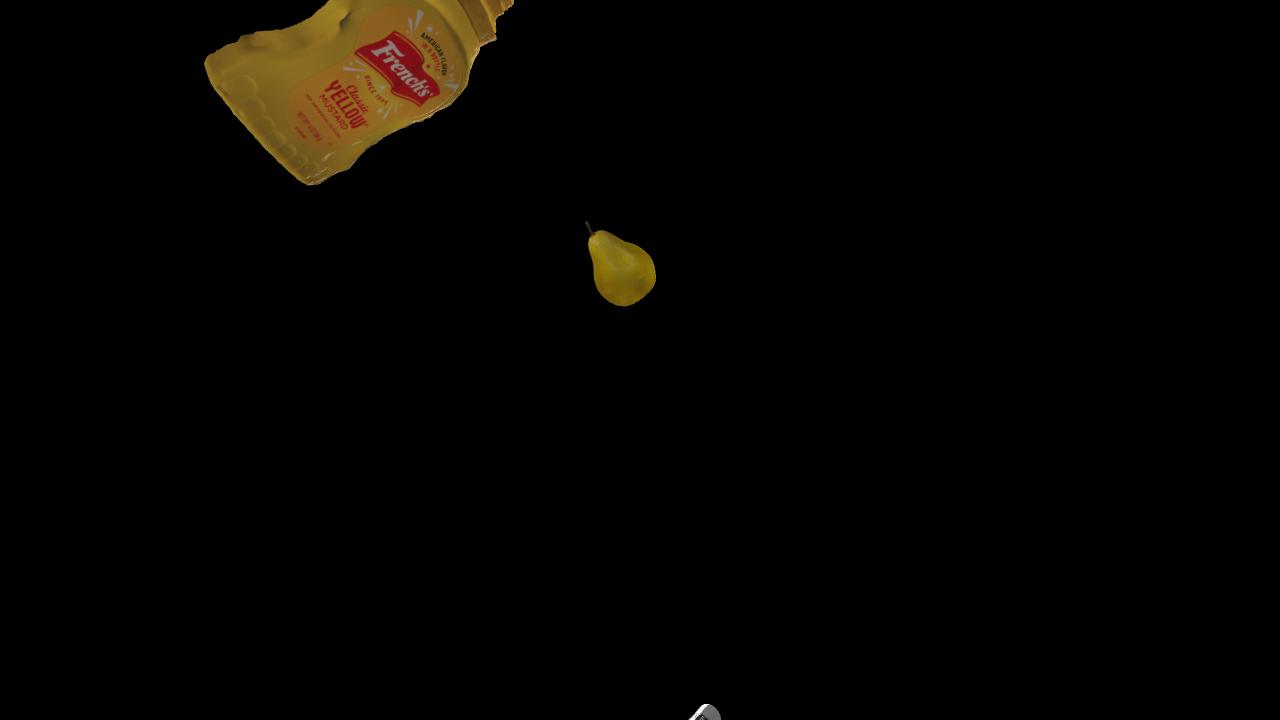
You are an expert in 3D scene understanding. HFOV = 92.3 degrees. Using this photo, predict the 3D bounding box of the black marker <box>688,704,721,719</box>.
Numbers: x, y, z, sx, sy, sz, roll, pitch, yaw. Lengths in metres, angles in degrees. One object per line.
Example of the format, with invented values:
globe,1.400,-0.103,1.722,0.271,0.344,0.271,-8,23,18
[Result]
black marker,0.020,0.267,0.409,0.020,0.020,0.121,0,0,33

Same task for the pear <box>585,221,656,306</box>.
pear,-0.033,-0.118,0.729,0.080,0.111,0.080,-36,17,13

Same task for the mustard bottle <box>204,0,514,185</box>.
mustard bottle,-0.162,-0.193,0.391,0.184,0.054,0.092,-33,-34,-6
